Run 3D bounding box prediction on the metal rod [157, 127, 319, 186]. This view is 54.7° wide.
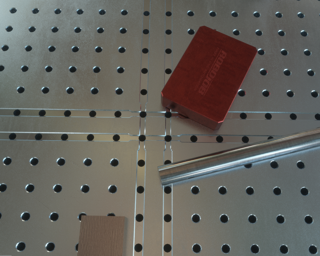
[{"bbox_3d":[0.146,0.027,0.403,0.302,0.025,0.025,-13,71,-5],"label":"metal rod"}]

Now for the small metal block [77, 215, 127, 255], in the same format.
[{"bbox_3d":[-0.067,0.130,0.363,0.050,0.025,0.050,2,70,0],"label":"small metal block"}]

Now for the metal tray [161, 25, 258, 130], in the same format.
[{"bbox_3d":[0.070,-0.073,0.437,0.090,0.030,0.130,26,72,9],"label":"metal tray"}]
